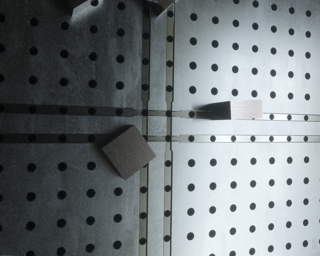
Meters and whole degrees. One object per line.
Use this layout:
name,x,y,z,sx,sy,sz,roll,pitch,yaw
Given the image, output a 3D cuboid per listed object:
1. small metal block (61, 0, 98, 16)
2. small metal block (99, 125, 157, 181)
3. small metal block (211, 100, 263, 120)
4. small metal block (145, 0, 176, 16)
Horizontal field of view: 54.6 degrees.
small metal block,-0.100,-0.174,0.375,0.050,0.025,0.050,-39,103,-16
small metal block,-0.041,0.030,0.397,0.050,0.025,0.050,-37,102,-16
small metal block,0.108,-0.025,0.439,0.050,0.050,0.025,-4,92,-20
small metal block,0.002,-0.188,0.413,0.050,0.025,0.050,-46,104,-14
